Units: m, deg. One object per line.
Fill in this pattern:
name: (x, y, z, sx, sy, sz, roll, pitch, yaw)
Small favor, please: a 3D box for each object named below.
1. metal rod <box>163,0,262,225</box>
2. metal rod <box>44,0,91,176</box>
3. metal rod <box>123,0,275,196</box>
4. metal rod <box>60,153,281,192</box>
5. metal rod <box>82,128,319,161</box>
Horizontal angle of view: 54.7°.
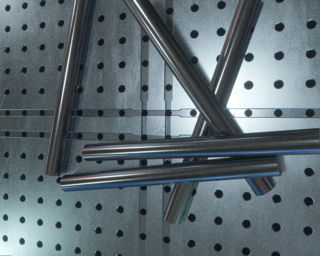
metal rod: (0.064, -0.020, 0.389, 0.025, 0.025, 0.298, 21, 97, 18)
metal rod: (-0.134, -0.077, 0.458, 0.025, 0.025, 0.298, 12, 94, 19)
metal rod: (0.040, -0.050, 0.362, 0.025, 0.025, 0.299, -34, 92, 16)
metal rod: (-0.007, 0.060, 0.392, 0.300, 0.025, 0.025, -10, 87, 27)
metal rod: (0.024, 0.024, 0.371, 0.300, 0.025, 0.025, -5, 88, 31)
